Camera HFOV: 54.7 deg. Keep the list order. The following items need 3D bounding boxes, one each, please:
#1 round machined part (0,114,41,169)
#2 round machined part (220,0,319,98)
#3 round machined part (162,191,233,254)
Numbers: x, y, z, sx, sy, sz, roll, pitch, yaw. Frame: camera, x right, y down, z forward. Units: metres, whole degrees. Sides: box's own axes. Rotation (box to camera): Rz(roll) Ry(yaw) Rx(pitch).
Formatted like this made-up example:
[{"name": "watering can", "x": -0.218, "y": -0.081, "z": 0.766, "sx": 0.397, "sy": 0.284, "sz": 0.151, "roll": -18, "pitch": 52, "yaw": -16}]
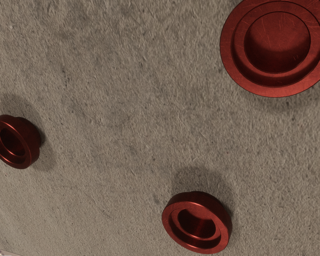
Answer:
[{"name": "round machined part", "x": -0.247, "y": 0.020, "z": 0.535, "sx": 0.098, "sy": 0.042, "sz": 0.097, "roll": 13, "pitch": 124, "yaw": 20}, {"name": "round machined part", "x": 0.109, "y": -0.081, "z": 0.288, "sx": 0.098, "sy": 0.042, "sz": 0.097, "roll": 13, "pitch": 124, "yaw": 20}, {"name": "round machined part", "x": 0.056, "y": 0.130, "z": 0.446, "sx": 0.098, "sy": 0.042, "sz": 0.097, "roll": 13, "pitch": 124, "yaw": 20}]
